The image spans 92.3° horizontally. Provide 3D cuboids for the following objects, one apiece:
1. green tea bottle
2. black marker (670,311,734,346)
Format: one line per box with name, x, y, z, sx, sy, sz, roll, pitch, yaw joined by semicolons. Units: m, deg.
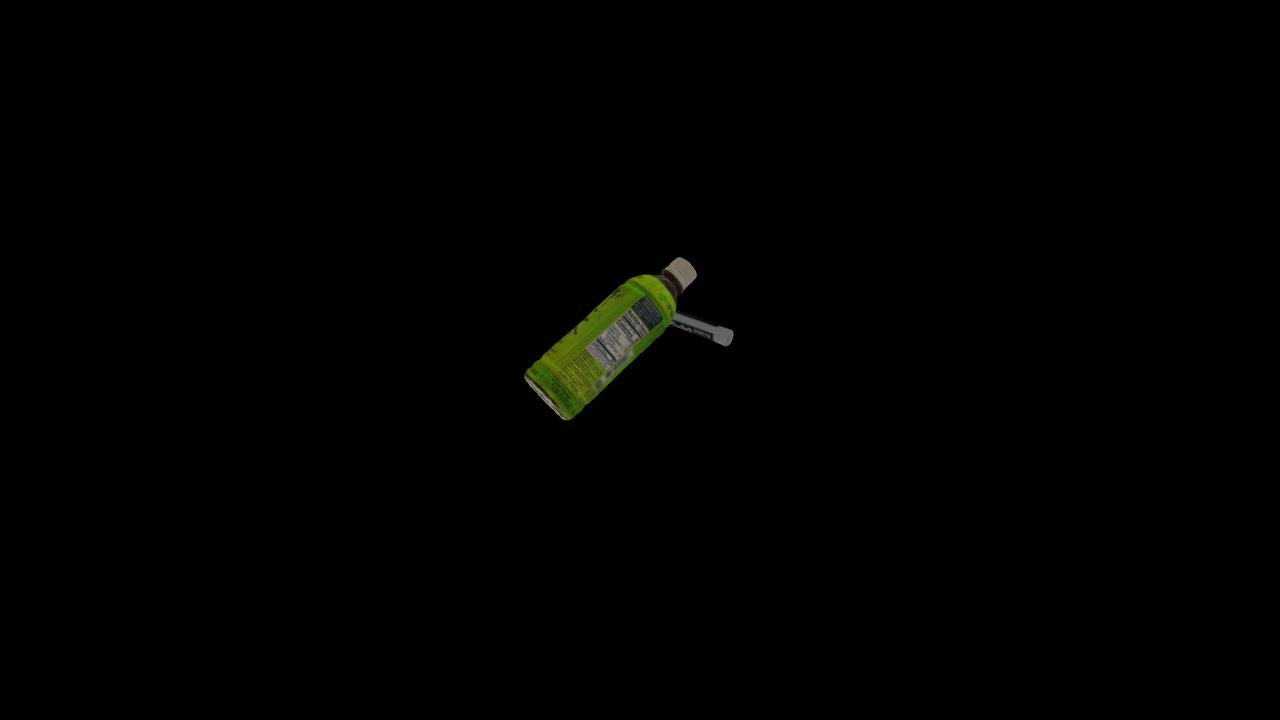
green tea bottle;-0.022;-0.030;0.648;0.212;0.073;0.073;-41;10;-12
black marker;0.047;-0.043;0.683;0.121;0.020;0.020;24;13;31
